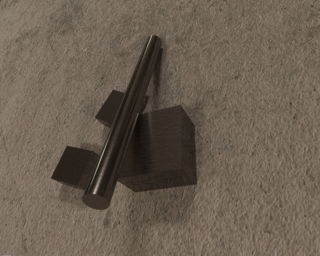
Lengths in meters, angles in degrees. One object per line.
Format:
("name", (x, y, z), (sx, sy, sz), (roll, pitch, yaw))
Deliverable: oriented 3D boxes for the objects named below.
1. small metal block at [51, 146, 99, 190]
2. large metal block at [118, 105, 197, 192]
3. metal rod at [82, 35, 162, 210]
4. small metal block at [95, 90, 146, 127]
("small metal block", (-0.114, 0.056, 0.428), (0.050, 0.025, 0.050), (7, 65, 31))
("large metal block", (-0.003, 0.027, 0.372), (0.080, 0.050, 0.080), (-12, 57, 21))
("metal rod", (-0.033, -0.035, 0.384), (0.025, 0.025, 0.300), (-11, 39, 22))
("small metal block", (-0.057, -0.023, 0.446), (0.050, 0.025, 0.050), (20, 72, 35))
